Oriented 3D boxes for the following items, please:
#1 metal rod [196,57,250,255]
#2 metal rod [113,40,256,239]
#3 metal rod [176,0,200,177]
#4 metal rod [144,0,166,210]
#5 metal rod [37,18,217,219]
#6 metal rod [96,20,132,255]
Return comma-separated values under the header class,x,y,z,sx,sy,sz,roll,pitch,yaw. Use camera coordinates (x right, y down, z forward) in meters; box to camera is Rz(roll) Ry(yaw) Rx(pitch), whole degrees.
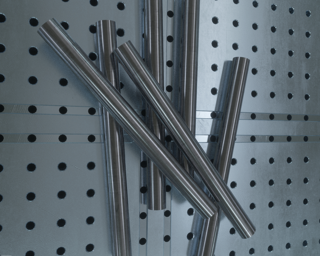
class,x,y,z,sx,sy,sz,roll,pitch,yaw
metal rod,0.090,0.046,0.445,0.025,0.025,0.299,13,86,-20
metal rod,0.038,0.023,0.398,0.025,0.025,0.299,-38,102,-16
metal rod,0.039,-0.080,0.426,0.025,0.025,0.298,2,89,-20
metal rod,-0.007,-0.044,0.409,0.025,0.025,0.298,-1,91,-20
metal rod,-0.029,-0.001,0.373,0.025,0.025,0.300,-44,104,-15
metal rod,-0.058,0.018,0.391,0.025,0.025,0.298,-4,92,-20
